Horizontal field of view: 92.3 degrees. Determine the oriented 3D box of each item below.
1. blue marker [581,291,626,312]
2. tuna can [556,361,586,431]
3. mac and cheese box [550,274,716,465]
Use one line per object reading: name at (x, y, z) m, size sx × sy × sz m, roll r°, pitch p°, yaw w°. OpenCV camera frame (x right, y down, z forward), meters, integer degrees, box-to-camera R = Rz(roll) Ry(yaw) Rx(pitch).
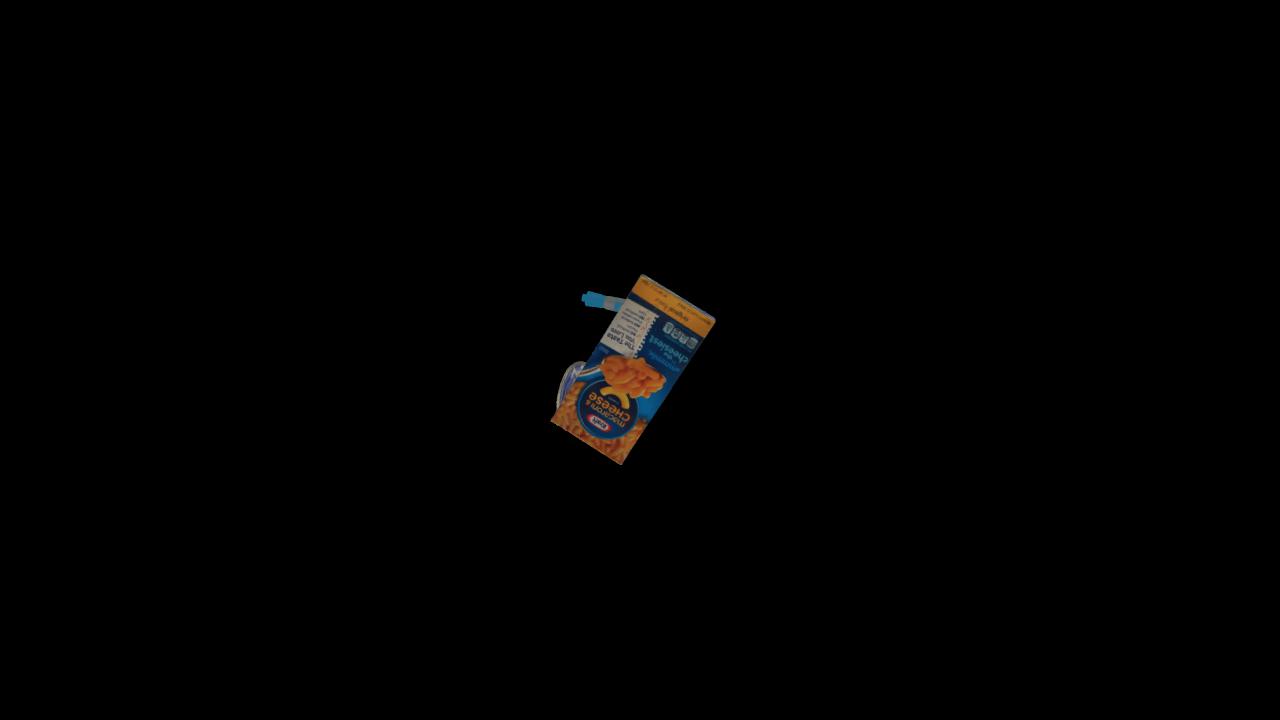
blue marker at (-0.011, -0.064, 0.745) m, size 0.121 × 0.020 × 0.020 m, roll 12°, pitch 1°, yaw 3°
tuna can at (-0.064, 0.045, 0.727) m, size 0.034 × 0.084 × 0.084 m, roll 14°, pitch -8°, yaw -34°
mac and cheese box at (-0.008, 0.010, 0.651) m, size 0.093 × 0.184 × 0.041 m, roll 31°, pitch 10°, yaw -3°
